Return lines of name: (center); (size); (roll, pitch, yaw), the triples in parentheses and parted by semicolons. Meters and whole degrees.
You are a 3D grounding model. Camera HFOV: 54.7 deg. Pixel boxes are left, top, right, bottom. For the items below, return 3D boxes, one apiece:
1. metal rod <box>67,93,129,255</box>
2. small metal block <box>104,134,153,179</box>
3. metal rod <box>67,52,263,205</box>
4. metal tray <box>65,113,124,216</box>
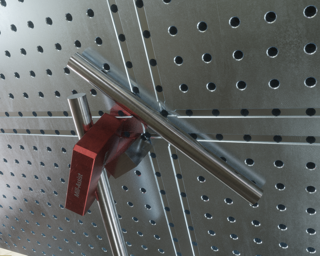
metal rod: (-0.086, 0.093, 0.466); (0.025, 0.025, 0.298); (2, 115, 27)
small metal block: (-0.044, 0.040, 0.442); (0.050, 0.050, 0.025); (-34, 100, 38)
metal rod: (0.005, -0.001, 0.406); (0.300, 0.025, 0.025); (37, 129, 3)
metal tray: (-0.095, 0.053, 0.448); (0.030, 0.090, 0.129); (24, 127, 5)
